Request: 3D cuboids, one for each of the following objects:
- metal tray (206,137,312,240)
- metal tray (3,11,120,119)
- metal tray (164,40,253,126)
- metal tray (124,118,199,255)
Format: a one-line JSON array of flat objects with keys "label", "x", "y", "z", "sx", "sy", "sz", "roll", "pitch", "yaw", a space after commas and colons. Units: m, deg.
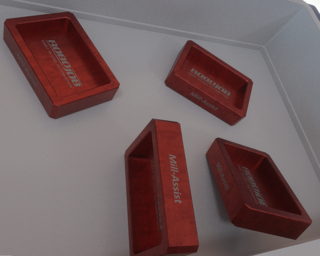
[{"label": "metal tray", "x": 0.117, "y": 0.070, "z": 0.388, "sx": 0.091, "sy": 0.030, "sz": 0.130, "roll": 17, "pitch": 29, "yaw": -17}, {"label": "metal tray", "x": -0.122, "y": -0.083, "z": 0.387, "sx": 0.091, "sy": 0.030, "sz": 0.130, "roll": -25, "pitch": 76, "yaw": -37}, {"label": "metal tray", "x": 0.081, "y": -0.072, "z": 0.492, "sx": 0.130, "sy": 0.030, "sz": 0.090, "roll": 31, "pitch": 52, "yaw": -9}, {"label": "metal tray", "x": -0.005, "y": 0.067, "z": 0.321, "sx": 0.030, "sy": 0.090, "sz": 0.130, "roll": 8, "pitch": 58, "yaw": -25}]
